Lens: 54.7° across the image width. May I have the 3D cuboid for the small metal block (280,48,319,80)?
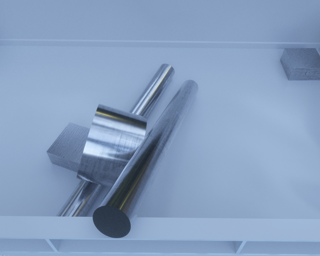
[{"bbox_3d":[0.227,-0.102,0.494,0.050,0.025,0.050,-1,50,-1],"label":"small metal block"}]

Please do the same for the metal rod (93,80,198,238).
[{"bbox_3d":[0.007,-0.001,0.325,0.025,0.025,0.301,13,26,10],"label":"metal rod"}]

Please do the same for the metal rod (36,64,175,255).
[{"bbox_3d":[-0.049,0.016,0.391,0.025,0.025,0.301,19,52,15],"label":"metal rod"}]

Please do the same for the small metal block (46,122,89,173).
[{"bbox_3d":[-0.101,0.025,0.383,0.050,0.025,0.050,17,52,13],"label":"small metal block"}]

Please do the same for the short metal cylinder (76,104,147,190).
[{"bbox_3d":[-0.050,0.020,0.322,0.050,0.079,0.080,17,50,-10],"label":"short metal cylinder"}]
